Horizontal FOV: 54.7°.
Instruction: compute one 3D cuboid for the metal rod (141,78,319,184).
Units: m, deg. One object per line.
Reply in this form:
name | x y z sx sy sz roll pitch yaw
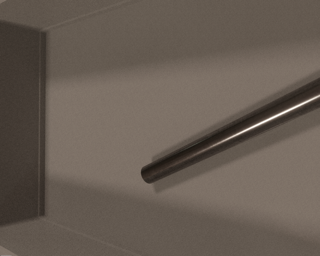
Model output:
metal rod | 0.089 0.001 0.331 0.299 0.025 0.025 -30 71 35
